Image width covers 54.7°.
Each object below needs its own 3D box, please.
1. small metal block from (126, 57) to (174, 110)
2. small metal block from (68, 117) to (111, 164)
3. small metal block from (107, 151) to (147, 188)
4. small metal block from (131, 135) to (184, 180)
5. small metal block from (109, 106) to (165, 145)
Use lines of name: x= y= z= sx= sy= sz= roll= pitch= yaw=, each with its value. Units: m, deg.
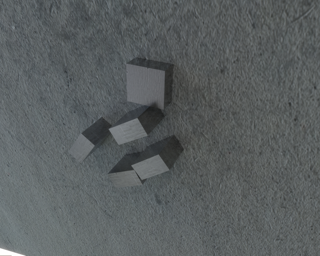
small metal block: x=-0.013 y=-0.055 z=0.379 sx=0.050 sy=0.025 sz=0.050 roll=15 pitch=125 yaw=20
small metal block: x=-0.100 y=0.018 z=0.455 sx=0.025 sy=0.050 sz=0.050 roll=43 pitch=129 yaw=-1
small metal block: x=-0.039 y=0.059 z=0.447 sx=0.050 sy=0.050 sz=0.025 roll=-13 pitch=112 yaw=34
small metal block: x=-0.003 y=0.039 z=0.416 sx=0.050 sy=0.050 sz=0.025 roll=-25 pitch=104 yaw=36
small metal block: x=-0.030 y=-0.007 z=0.402 sx=0.050 sy=0.050 sz=0.025 roll=-19 pitch=108 yaw=35
